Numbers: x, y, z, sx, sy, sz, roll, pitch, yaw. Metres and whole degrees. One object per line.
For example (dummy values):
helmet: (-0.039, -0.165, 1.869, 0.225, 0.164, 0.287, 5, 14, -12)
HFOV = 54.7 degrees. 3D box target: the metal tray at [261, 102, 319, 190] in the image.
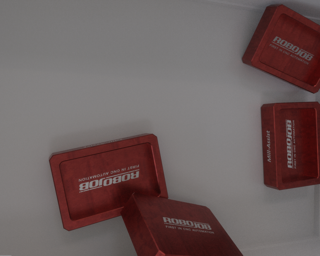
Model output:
metal tray: (0.207, 0.025, 0.483, 0.091, 0.030, 0.129, -3, 91, -20)

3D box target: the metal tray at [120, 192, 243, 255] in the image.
metal tray: (0.027, 0.126, 0.365, 0.131, 0.090, 0.030, 20, 110, -35)

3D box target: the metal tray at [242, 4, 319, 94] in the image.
metal tray: (0.200, -0.116, 0.465, 0.131, 0.030, 0.089, 18, 104, -19)

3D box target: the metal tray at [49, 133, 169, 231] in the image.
metal tray: (-0.061, 0.063, 0.385, 0.131, 0.030, 0.089, -12, 94, -20)
